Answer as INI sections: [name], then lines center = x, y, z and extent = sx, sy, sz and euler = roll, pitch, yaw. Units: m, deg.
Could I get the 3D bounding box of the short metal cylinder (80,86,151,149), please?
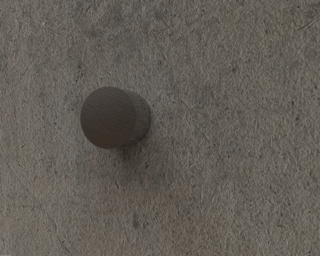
[short metal cylinder]
center = -0.058, -0.013, 0.417
extent = 0.080, 0.050, 0.080
euler = 0, 90, 20
